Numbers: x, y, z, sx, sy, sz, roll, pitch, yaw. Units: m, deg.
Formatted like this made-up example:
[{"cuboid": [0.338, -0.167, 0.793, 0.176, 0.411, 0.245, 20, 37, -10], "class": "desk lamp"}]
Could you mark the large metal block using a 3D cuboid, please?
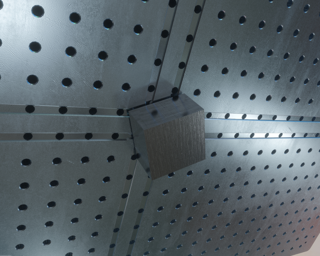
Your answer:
[{"cuboid": [0.011, 0.011, 0.406, 0.081, 0.050, 0.079, -19, 126, -18], "class": "large metal block"}]
